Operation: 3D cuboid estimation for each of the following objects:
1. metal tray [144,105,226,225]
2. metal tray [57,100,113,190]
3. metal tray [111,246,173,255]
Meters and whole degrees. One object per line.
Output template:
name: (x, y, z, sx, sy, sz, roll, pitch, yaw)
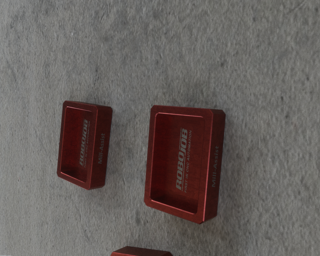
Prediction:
metal tray: (0.027, 0.039, 0.377, 0.090, 0.030, 0.129, 7, 95, 39)
metal tray: (-0.124, 0.025, 0.500, 0.090, 0.030, 0.129, 11, 97, 39)
metal tray: (-0.020, 0.232, 0.415, 0.090, 0.030, 0.129, -11, 83, 39)
